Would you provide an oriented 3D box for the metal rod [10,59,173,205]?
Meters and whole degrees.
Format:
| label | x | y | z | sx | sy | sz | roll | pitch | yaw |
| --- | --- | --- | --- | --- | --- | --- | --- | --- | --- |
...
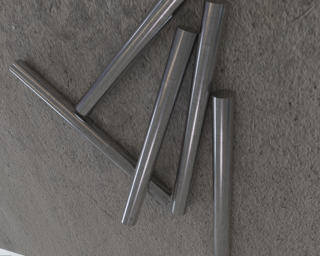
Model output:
| label | x | y | z | sx | sy | sz | roll | pitch | yaw |
| --- | --- | --- | --- | --- | --- | --- | --- | --- | --- |
| metal rod | -0.102 | 0.007 | 0.464 | 0.300 | 0.025 | 0.025 | 42 | 129 | -1 |

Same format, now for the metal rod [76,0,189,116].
| label | x | y | z | sx | sy | sz | roll | pitch | yaw |
| --- | --- | --- | --- | --- | --- | --- | --- | --- | --- |
| metal rod | -0.021 | -0.103 | 0.353 | 0.025 | 0.025 | 0.299 | 46 | 129 | -4 |

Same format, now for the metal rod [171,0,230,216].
| label | x | y | z | sx | sy | sz | roll | pitch | yaw |
| --- | --- | --- | --- | --- | --- | --- | --- | --- | --- |
| metal rod | 0.042 | 0.000 | 0.384 | 0.025 | 0.025 | 0.298 | 18 | 126 | 17 |

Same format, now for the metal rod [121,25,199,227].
| label | x | y | z | sx | sy | sz | roll | pitch | yaw |
| --- | --- | --- | --- | --- | --- | --- | --- | --- | --- |
| metal rod | -0.009 | 0.019 | 0.401 | 0.025 | 0.025 | 0.298 | 25 | 121 | 13 |

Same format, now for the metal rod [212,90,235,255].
| label | x | y | z | sx | sy | sz | roll | pitch | yaw |
| --- | --- | --- | --- | --- | --- | --- | --- | --- | --- |
| metal rod | 0.084 | 0.091 | 0.418 | 0.025 | 0.025 | 0.298 | 8 | 122 | 24 |
